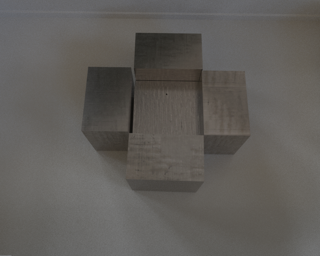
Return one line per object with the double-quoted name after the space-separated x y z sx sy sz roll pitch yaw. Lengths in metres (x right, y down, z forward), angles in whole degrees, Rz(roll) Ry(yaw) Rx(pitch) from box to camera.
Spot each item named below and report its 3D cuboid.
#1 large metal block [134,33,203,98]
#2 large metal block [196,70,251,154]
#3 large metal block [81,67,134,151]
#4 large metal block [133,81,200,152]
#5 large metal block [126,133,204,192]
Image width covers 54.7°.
0.010 -0.079 0.408 0.080 0.080 0.050 1 70 0 "large metal block"
0.074 -0.016 0.386 0.050 0.080 0.080 1 70 0 "large metal block"
-0.059 -0.021 0.387 0.050 0.080 0.080 1 70 0 "large metal block"
0.008 -0.013 0.399 0.080 0.050 0.080 1 70 0 "large metal block"
0.006 0.043 0.363 0.080 0.080 0.050 2 70 0 "large metal block"
